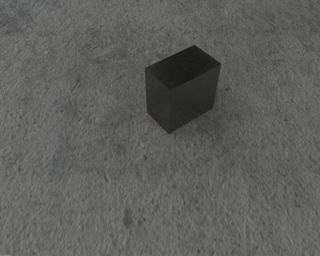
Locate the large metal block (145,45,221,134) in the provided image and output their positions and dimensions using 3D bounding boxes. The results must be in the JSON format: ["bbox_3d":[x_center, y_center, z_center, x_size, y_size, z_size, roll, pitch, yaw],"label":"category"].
[{"bbox_3d":[0.029,-0.051,0.410,0.080,0.080,0.050,-30,56,-23],"label":"large metal block"}]
